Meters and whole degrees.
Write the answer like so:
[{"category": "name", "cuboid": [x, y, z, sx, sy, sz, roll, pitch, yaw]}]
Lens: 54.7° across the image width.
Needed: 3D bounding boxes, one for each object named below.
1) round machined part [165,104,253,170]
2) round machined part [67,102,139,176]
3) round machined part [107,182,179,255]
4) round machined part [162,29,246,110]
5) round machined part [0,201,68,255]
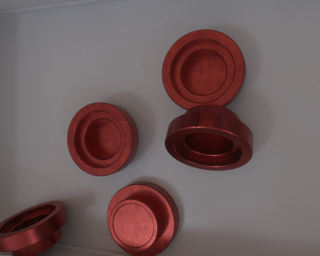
[{"category": "round machined part", "cuboid": [0.058, 0.009, 0.361, 0.098, 0.098, 0.042, 0, 56, 19]}, {"category": "round machined part", "cuboid": [-0.074, 0.015, 0.426, 0.098, 0.042, 0.097, 0, 90, 19]}, {"category": "round machined part", "cuboid": [-0.028, 0.123, 0.410, 0.098, 0.042, 0.097, 0, 90, 19]}, {"category": "round machined part", "cuboid": [0.056, -0.066, 0.381, 0.098, 0.042, 0.097, 0, 89, 19]}, {"category": "round machined part", "cuboid": [-0.177, 0.145, 0.435, 0.098, 0.098, 0.042, -13, 100, 19]}]
